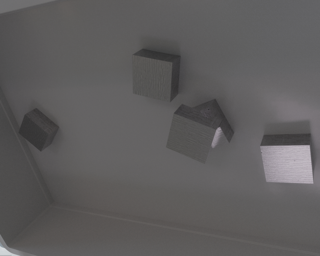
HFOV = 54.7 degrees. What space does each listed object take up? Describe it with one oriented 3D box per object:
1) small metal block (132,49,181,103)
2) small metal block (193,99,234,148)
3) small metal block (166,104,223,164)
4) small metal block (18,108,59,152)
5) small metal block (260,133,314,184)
[{"bbox_3d":[-0.005,-0.063,0.372,0.050,0.025,0.050,15,125,19],"label":"small metal block"},{"bbox_3d":[0.054,-0.001,0.379,0.050,0.025,0.050,-21,107,36],"label":"small metal block"},{"bbox_3d":[0.039,0.007,0.360,0.050,0.025,0.050,22,127,15],"label":"small metal block"},{"bbox_3d":[-0.203,0.003,0.518,0.050,0.025,0.050,40,129,1],"label":"small metal block"},{"bbox_3d":[0.146,0.035,0.353,0.050,0.025,0.050,-3,117,29],"label":"small metal block"}]
